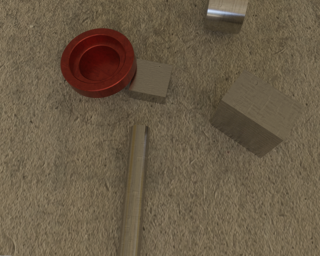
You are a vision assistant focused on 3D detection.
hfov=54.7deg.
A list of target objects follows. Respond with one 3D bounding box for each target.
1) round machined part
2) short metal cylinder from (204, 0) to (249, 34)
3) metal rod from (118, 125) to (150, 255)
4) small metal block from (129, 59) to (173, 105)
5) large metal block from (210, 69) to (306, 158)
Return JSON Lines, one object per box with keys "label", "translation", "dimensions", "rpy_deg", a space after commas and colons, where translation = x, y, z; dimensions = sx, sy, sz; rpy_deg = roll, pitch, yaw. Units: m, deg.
{"label": "round machined part", "translation": [-0.081, -0.084, 0.425], "dimensions": [0.099, 0.042, 0.098], "rpy_deg": [-2, 68, 5]}
{"label": "short metal cylinder", "translation": [0.094, -0.179, 0.446], "dimensions": [0.050, 0.080, 0.080], "rpy_deg": [9, 70, 3]}
{"label": "metal rod", "translation": [-0.035, 0.140, 0.356], "dimensions": [0.025, 0.025, 0.299], "rpy_deg": [4, 70, 1]}
{"label": "small metal block", "translation": [-0.012, -0.064, 0.432], "dimensions": [0.050, 0.025, 0.050], "rpy_deg": [11, 70, 3]}
{"label": "large metal block", "translation": [0.116, -0.014, 0.386], "dimensions": [0.080, 0.080, 0.050], "rpy_deg": [35, 74, 11]}
